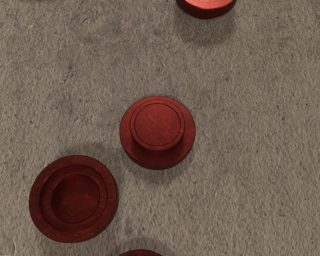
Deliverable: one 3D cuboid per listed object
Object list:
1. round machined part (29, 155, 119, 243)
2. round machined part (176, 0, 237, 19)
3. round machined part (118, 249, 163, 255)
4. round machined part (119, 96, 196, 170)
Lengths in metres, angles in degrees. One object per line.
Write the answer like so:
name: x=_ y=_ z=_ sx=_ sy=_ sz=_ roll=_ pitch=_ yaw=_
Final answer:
round machined part: x=-0.098 y=0.084 z=0.367 sx=0.099 sy=0.042 sz=0.098 roll=0 pitch=70 yaw=-1
round machined part: x=0.070 y=-0.208 z=0.476 sx=0.099 sy=0.042 sz=0.098 roll=0 pitch=70 yaw=-1
round machined part: x=-0.023 y=0.183 z=0.332 sx=0.099 sy=0.042 sz=0.098 roll=0 pitch=70 yaw=-1
round machined part: x=-0.003 y=0.002 z=0.398 sx=0.099 sy=0.042 sz=0.098 roll=0 pitch=70 yaw=-1
